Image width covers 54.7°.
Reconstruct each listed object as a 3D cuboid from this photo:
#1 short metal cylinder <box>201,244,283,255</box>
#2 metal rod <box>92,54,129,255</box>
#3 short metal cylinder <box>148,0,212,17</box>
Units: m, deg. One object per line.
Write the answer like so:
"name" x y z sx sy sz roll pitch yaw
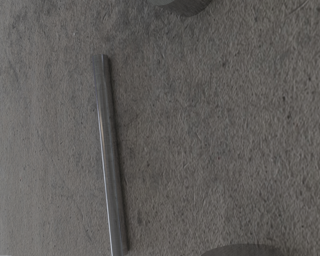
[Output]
"short metal cylinder" 0.082 0.150 0.302 0.080 0.081 0.050 -13 82 39
"metal rod" -0.076 0.037 0.467 0.025 0.025 0.298 -11 83 39
"short metal cylinder" 0.023 -0.180 0.369 0.080 0.050 0.080 0 90 40
